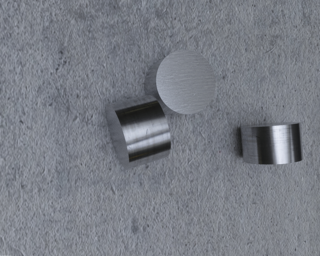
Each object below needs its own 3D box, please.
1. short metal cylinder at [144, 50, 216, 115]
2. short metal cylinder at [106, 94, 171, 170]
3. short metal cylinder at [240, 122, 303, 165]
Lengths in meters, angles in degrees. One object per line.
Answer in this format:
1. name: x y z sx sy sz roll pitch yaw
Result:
1. short metal cylinder: 0.025 -0.057 0.405 0.081 0.050 0.080 0 90 -20
2. short metal cylinder: -0.027 0.004 0.370 0.050 0.080 0.080 -16 96 -19
3. short metal cylinder: 0.157 0.020 0.437 0.081 0.080 0.050 -6 92 -20
